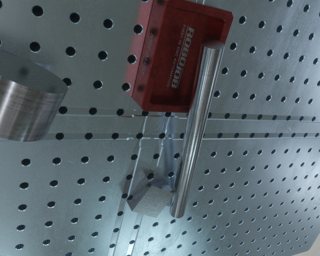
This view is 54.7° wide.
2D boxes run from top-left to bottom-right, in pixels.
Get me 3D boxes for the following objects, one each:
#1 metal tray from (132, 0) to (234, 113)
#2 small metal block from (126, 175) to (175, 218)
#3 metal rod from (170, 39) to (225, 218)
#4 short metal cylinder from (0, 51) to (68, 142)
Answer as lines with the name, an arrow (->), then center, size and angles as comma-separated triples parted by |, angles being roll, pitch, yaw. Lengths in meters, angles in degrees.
metal tray -> 0.026, -0.083, 0.372 | 0.091, 0.030, 0.129 | 1, 118, -29
small metal block -> -0.014, 0.105, 0.470 | 0.050, 0.025, 0.050 | 29, 102, -38
metal rod -> 0.042, 0.025, 0.422 | 0.025, 0.025, 0.298 | -12, 133, -22
short metal cylinder -> -0.133, -0.030, 0.284 | 0.080, 0.080, 0.050 | 19, 108, -36
